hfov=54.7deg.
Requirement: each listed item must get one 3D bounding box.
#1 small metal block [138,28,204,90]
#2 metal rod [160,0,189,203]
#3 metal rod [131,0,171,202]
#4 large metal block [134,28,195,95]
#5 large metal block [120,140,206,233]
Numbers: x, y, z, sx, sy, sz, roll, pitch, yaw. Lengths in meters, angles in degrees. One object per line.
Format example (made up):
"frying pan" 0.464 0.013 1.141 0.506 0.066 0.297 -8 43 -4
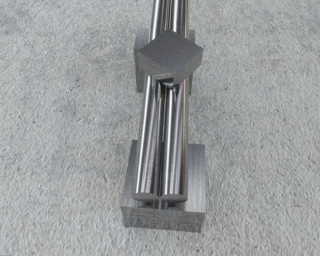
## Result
"small metal block" 0.012 -0.077 0.343 0.050 0.025 0.050 37 64 20
"metal rod" 0.021 -0.061 0.362 0.025 0.025 0.300 3 57 2
"metal rod" -0.005 -0.062 0.362 0.025 0.025 0.300 3 57 2
"large metal block" 0.007 -0.095 0.449 0.080 0.080 0.050 3 50 2
"large metal block" 0.006 0.062 0.336 0.080 0.050 0.080 4 50 3
